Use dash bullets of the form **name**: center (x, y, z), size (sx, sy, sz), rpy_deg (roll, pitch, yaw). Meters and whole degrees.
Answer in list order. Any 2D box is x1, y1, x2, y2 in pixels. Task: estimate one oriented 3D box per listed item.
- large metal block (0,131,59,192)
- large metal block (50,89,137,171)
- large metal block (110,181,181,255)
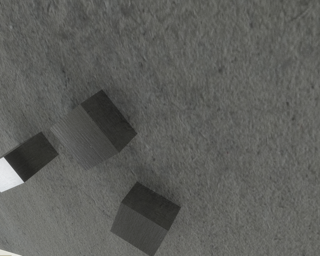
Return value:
- **large metal block**: center (-0.237, 0.058, 0.529), size (0.080, 0.080, 0.050), rpy_deg (-23, 106, 36)
- **large metal block**: center (-0.095, 0.005, 0.441), size (0.080, 0.050, 0.080), rpy_deg (-29, 103, 37)
- **large metal block**: center (-0.024, 0.145, 0.492), size (0.080, 0.050, 0.079), rpy_deg (29, 128, 9)
